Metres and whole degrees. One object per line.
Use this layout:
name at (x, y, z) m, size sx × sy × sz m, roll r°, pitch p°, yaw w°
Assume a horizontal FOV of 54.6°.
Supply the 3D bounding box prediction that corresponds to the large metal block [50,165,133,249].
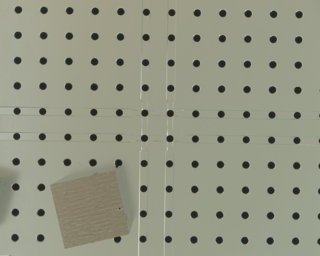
large metal block at (-0.085, 0.099, 0.400) m, size 0.080 × 0.050 × 0.080 m, roll -13°, pitch 90°, yaw 0°

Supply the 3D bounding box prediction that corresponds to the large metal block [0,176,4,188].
large metal block at (-0.264, 0.095, 0.399) m, size 0.080 × 0.050 × 0.080 m, roll 16°, pitch 90°, yaw 0°
